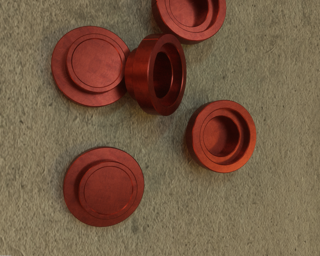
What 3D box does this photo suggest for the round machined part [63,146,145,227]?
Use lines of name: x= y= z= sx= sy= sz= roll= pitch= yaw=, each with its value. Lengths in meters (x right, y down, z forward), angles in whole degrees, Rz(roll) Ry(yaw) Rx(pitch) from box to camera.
round machined part: x=-0.066 y=0.072 z=0.376 sx=0.099 sy=0.042 sz=0.097 roll=0 pitch=90 yaw=-20

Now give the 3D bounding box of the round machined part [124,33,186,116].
round machined part: x=-0.007 y=-0.065 z=0.379 sx=0.099 sy=0.042 sz=0.097 roll=-21 pitch=114 yaw=-58

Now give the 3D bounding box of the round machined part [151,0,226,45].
round machined part: x=0.035 y=-0.159 z=0.412 sx=0.099 sy=0.042 sz=0.097 roll=0 pitch=90 yaw=-20

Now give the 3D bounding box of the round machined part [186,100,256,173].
round machined part: x=0.080 y=0.011 z=0.429 sx=0.099 sy=0.042 sz=0.097 roll=0 pitch=90 yaw=-20

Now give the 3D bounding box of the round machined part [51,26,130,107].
round machined part: x=-0.078 y=-0.074 z=0.371 sx=0.099 sy=0.042 sz=0.097 roll=0 pitch=90 yaw=-20
